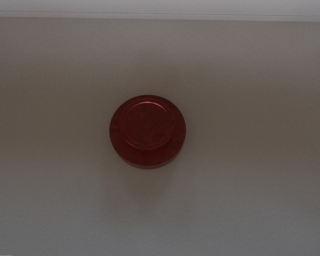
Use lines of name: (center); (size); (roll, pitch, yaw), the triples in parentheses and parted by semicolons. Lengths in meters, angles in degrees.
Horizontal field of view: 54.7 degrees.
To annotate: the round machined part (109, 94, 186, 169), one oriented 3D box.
round machined part: (-0.016, 0.001, 0.396); (0.099, 0.042, 0.098); (0, 70, -1)
